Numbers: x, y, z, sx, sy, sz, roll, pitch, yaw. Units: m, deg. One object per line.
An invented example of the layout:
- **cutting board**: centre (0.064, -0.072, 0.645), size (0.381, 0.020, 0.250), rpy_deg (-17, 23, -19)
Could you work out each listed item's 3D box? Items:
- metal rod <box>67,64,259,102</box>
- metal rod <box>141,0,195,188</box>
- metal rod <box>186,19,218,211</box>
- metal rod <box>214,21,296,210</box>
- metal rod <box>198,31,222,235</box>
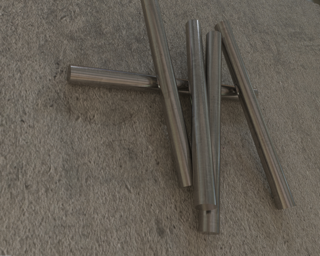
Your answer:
- **metal rod**: centre (0.022, -0.061, 0.452), size (0.302, 0.025, 0.025), rpy_deg (3, 61, -27)
- **metal rod**: centre (0.007, -0.070, 0.417), size (0.025, 0.025, 0.299), rpy_deg (-3, 73, -30)
- **metal rod**: centre (0.052, -0.039, 0.421), size (0.025, 0.025, 0.299), rpy_deg (14, 55, -20)
- **metal rod**: centre (0.139, -0.029, 0.469), size (0.025, 0.025, 0.299), rpy_deg (-6, 73, -31)
- **metal rod**: centre (0.071, -0.012, 0.425), size (0.025, 0.025, 0.299), rpy_deg (16, 62, -19)
